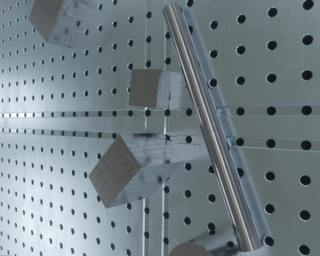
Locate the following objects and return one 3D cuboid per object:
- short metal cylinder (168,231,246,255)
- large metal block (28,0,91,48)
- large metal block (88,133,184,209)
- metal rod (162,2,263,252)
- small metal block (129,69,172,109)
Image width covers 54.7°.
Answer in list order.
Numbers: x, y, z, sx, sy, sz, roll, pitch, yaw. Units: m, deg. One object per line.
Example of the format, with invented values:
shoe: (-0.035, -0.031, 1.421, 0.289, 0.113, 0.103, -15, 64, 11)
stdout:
short metal cylinder: (0.053, 0.162, 0.348, 0.080, 0.050, 0.079, 0, 90, 39)
large metal block: (-0.175, -0.198, 0.534, 0.080, 0.050, 0.080, 48, 118, 29)
large metal block: (-0.030, 0.052, 0.397, 0.080, 0.081, 0.050, -51, 61, 28)
metal rod: (0.056, -0.012, 0.361, 0.025, 0.025, 0.299, -26, 74, 37)
small metal block: (-0.014, -0.053, 0.419, 0.050, 0.025, 0.050, 10, 96, 39)
